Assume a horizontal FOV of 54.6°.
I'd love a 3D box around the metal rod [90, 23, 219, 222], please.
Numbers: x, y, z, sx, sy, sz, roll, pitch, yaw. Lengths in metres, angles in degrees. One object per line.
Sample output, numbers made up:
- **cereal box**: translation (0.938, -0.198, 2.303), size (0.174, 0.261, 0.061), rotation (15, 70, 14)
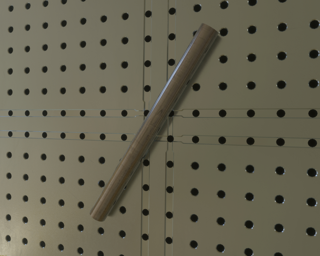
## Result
- **metal rod**: translation (-0.013, 0.000, 0.417), size (0.025, 0.025, 0.299), rotation (34, 101, 17)
